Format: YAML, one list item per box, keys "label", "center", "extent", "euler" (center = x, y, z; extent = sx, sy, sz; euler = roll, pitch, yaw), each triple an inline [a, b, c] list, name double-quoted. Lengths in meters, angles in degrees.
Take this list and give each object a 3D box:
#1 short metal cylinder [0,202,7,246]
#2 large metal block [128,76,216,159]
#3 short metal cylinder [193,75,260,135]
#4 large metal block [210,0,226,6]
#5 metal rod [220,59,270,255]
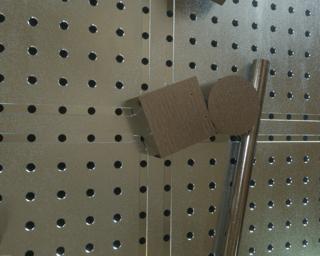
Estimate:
- label: "short metal cylinder"
  center: [-0.207, 0.109, 0.323]
  extent: [0.081, 0.050, 0.080]
  euler: [0, 90, -20]
- label: "large metal block"
  center: [0.015, -0.014, 0.405]
  extent: [0.081, 0.050, 0.080]
  euler: [-22, 98, -19]
- label: "short metal cylinder"
  center: [0.090, -0.030, 0.432]
  extent: [0.081, 0.050, 0.080]
  euler: [0, 90, -20]
- label: "large metal block"
  center: [0.085, -0.226, 0.406]
  extent: [0.050, 0.080, 0.080]
  euler: [32, 78, 13]
- label: "metal rod"
  center: [0.126, 0.046, 0.458]
  extent: [0.025, 0.025, 0.298]
  euler: [12, 86, -20]
